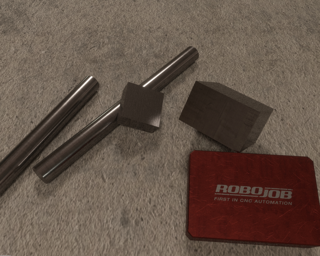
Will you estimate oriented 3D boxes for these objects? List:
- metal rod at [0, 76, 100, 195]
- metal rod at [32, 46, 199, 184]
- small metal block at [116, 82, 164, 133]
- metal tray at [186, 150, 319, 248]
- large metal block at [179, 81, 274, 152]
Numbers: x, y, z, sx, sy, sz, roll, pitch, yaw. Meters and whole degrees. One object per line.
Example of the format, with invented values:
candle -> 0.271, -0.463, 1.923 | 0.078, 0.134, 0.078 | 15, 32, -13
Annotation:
metal rod -> -0.168, 0.035, 0.371 | 0.025, 0.025, 0.301 | 21, 53, 16
metal rod -> -0.042, -0.034, 0.430 | 0.025, 0.025, 0.301 | 32, 57, 24
small metal block -> -0.026, -0.026, 0.405 | 0.050, 0.025, 0.050 | 16, 65, -17
metal tray -> 0.095, 0.073, 0.325 | 0.131, 0.030, 0.090 | 3, 65, 2
large metal block -> 0.083, -0.017, 0.378 | 0.080, 0.050, 0.080 | 31, 20, 23
